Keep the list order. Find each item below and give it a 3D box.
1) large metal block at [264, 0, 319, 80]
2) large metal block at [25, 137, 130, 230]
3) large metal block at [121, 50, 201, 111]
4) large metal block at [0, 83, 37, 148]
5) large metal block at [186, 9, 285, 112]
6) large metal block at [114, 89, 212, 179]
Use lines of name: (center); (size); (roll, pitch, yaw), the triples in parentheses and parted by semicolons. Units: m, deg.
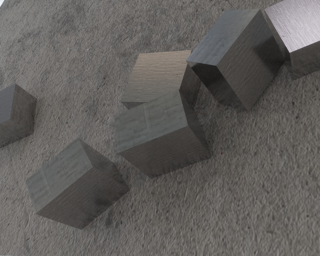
large metal block: (0.180, -0.115, 0.364); (0.080, 0.050, 0.080); (-21, 54, 15)
large metal block: (-0.098, 0.070, 0.377); (0.080, 0.080, 0.050); (-40, 51, 1)
large metal block: (0.005, -0.055, 0.419); (0.080, 0.050, 0.080); (4, 64, 30)
large metal block: (-0.269, -0.019, 0.541); (0.080, 0.050, 0.080); (-22, 54, 15)
large metal block: (0.090, -0.079, 0.363); (0.080, 0.080, 0.050); (-52, 37, -9)
large metal block: (0.005, 0.011, 0.360); (0.080, 0.080, 0.050); (-22, 54, 15)
